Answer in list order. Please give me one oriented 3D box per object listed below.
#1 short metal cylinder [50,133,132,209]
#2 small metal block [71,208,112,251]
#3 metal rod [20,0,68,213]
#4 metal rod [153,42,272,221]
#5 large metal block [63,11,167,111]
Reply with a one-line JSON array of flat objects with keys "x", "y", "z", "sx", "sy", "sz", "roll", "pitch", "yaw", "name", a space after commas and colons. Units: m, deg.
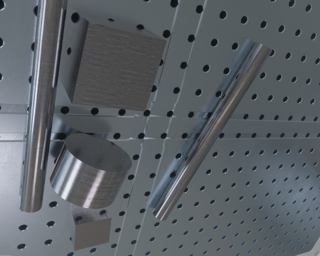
[{"x": -0.080, "y": 0.048, "z": 0.362, "sx": 0.081, "sy": 0.080, "sz": 0.050, "roll": 14, "pitch": 111, "yaw": -34, "name": "short metal cylinder"}, {"x": -0.100, "y": 0.144, "z": 0.446, "sx": 0.050, "sy": 0.025, "sz": 0.050, "roll": -5, "pitch": 121, "yaw": -26, "name": "small metal block"}, {"x": -0.122, "y": -0.035, "z": 0.323, "sx": 0.025, "sy": 0.025, "sz": 0.298, "roll": 2, "pitch": 118, "yaw": -29, "name": "metal rod"}, {"x": 0.070, "y": 0.015, "z": 0.458, "sx": 0.025, "sy": 0.025, "sz": 0.298, "roll": 18, "pitch": 109, "yaw": -36, "name": "metal rod"}, {"x": -0.050, "y": -0.068, "z": 0.326, "sx": 0.081, "sy": 0.050, "sz": 0.079, "roll": 4, "pitch": 116, "yaw": -31, "name": "large metal block"}]
